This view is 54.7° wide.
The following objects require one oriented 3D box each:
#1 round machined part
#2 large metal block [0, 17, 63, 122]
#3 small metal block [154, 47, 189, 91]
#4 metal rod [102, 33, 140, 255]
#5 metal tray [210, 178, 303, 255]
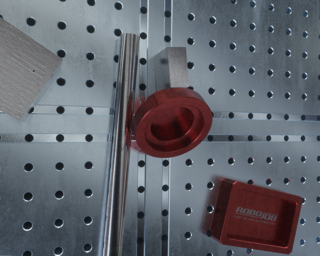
[{"bbox_3d":[0.013,-0.011,0.392,0.099,0.042,0.097,-12,133,-13],"label":"round machined part"},{"bbox_3d":[-0.165,-0.062,0.338,0.080,0.050,0.080,34,79,-17],"label":"large metal block"},{"bbox_3d":[0.014,-0.075,0.405,0.025,0.050,0.050,-5,91,-20],"label":"small metal block"},{"bbox_3d":[-0.050,0.031,0.394,0.025,0.025,0.298,5,88,-20],"label":"metal rod"},{"bbox_3d":[0.147,0.133,0.466,0.131,0.030,0.090,16,85,-20],"label":"metal tray"}]
